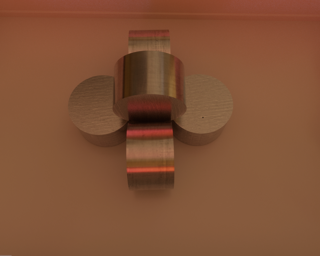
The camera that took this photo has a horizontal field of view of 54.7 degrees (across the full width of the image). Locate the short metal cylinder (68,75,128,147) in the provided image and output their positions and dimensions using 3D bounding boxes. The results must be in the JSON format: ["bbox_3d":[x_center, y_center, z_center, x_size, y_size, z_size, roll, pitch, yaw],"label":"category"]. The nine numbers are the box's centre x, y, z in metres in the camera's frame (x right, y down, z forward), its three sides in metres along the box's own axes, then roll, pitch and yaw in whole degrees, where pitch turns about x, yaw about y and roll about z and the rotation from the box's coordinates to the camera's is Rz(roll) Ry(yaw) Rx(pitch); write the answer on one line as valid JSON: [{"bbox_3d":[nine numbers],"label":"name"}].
[{"bbox_3d":[-0.072,-0.021,0.401,0.081,0.050,0.080,0,70,0],"label":"short metal cylinder"}]

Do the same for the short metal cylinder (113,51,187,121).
[{"bbox_3d":[-0.012,-0.043,0.347,0.081,0.080,0.050,-1,70,-1],"label":"short metal cylinder"}]

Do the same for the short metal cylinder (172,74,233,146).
[{"bbox_3d":[0.049,-0.022,0.402,0.081,0.050,0.080,0,70,0],"label":"short metal cylinder"}]

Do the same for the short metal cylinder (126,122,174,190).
[{"bbox_3d":[-0.011,0.033,0.366,0.050,0.080,0.080,-2,70,-1],"label":"short metal cylinder"}]

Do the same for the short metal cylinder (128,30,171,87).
[{"bbox_3d":[-0.013,-0.088,0.410,0.050,0.080,0.080,-2,70,-1],"label":"short metal cylinder"}]
